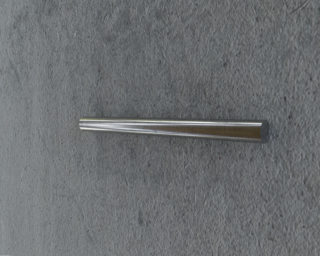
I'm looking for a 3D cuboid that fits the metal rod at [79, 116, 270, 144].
[{"bbox_3d":[-0.007,-0.002,0.414,0.300,0.025,0.025,3,92,40],"label":"metal rod"}]
